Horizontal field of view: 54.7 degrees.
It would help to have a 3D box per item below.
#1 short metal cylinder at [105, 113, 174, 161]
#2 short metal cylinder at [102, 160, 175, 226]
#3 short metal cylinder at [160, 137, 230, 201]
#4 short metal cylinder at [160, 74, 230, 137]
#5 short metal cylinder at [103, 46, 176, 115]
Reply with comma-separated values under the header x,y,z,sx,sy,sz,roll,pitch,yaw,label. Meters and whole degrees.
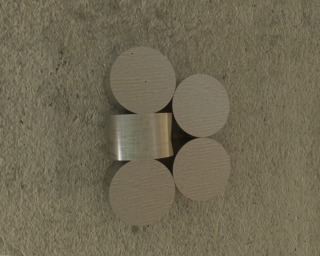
x,y,z,sx,sy,sz,roll,pitch,yaw,label
-0.025,0.009,0.372,0.081,0.080,0.050,-3,92,-20,short metal cylinder
-0.028,0.075,0.387,0.081,0.050,0.080,0,90,-19,short metal cylinder
0.045,0.051,0.413,0.081,0.050,0.080,0,91,-19,short metal cylinder
0.044,-0.029,0.412,0.081,0.050,0.080,0,91,-20,short metal cylinder
-0.027,-0.056,0.387,0.081,0.050,0.080,0,90,-19,short metal cylinder
